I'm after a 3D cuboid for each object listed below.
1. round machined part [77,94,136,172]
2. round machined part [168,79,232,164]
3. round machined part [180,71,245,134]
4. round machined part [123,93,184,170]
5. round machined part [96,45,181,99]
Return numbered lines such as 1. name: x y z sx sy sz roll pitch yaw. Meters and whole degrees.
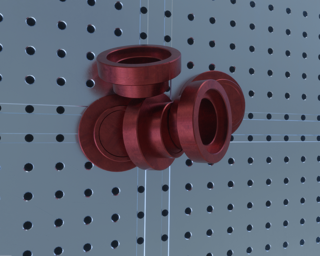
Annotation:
1. round machined part: -0.051 0.006 0.386 0.099 0.042 0.097 0 90 -21
2. round machined part: 0.046 -0.007 0.371 0.099 0.042 0.097 2 87 -53
3. round machined part: 0.079 -0.032 0.434 0.099 0.042 0.097 0 90 -21
4. round machined part: 0.002 0.003 0.380 0.099 0.042 0.097 8 80 -57
5. round machined part: -0.024 -0.067 0.371 0.099 0.098 0.042 -13 120 -20
